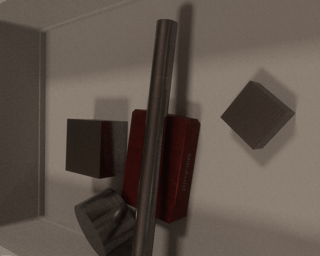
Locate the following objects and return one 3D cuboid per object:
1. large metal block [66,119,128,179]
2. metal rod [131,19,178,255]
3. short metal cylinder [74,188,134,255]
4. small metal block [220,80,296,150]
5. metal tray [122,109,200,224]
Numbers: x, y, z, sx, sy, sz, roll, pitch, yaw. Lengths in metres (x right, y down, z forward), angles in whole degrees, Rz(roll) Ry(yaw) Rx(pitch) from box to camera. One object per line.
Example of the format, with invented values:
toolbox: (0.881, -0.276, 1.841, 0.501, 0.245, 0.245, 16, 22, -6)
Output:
large metal block: (-0.096, 0.028, 0.467, 0.080, 0.050, 0.079, 4, 93, 39)
metal rod: (-0.008, 0.023, 0.367, 0.025, 0.025, 0.298, 6, 90, 39)
short metal cylinder: (-0.076, 0.131, 0.431, 0.080, 0.050, 0.079, 35, 138, 38)
small metal block: (0.101, -0.013, 0.323, 0.050, 0.025, 0.050, 50, 119, 28)
metal tray: (-0.002, 0.045, 0.403, 0.090, 0.030, 0.129, 13, 98, 39)
